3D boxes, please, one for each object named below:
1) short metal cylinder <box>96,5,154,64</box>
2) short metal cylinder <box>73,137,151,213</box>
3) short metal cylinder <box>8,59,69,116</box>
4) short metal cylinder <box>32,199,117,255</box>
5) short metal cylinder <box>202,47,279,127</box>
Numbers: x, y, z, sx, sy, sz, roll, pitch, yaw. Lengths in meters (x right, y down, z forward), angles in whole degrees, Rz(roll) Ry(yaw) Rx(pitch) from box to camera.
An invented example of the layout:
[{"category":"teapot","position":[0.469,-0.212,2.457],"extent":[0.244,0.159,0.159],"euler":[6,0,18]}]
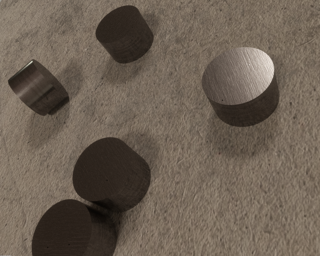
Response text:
[{"category":"short metal cylinder","position":[-0.058,-0.154,0.511],"extent":[0.080,0.050,0.080],"euler":[-13,56,20]},{"category":"short metal cylinder","position":[-0.059,0.058,0.382],"extent":[0.080,0.050,0.080],"euler":[-13,56,20]},{"category":"short metal cylinder","position":[-0.199,-0.066,0.511],"extent":[0.050,0.080,0.080],"euler":[-41,51,0]},{"category":"short metal cylinder","position":[-0.098,0.129,0.359],"extent":[0.080,0.050,0.080],"euler":[-13,56,20]},{"category":"short metal cylinder","position":[0.096,-0.048,0.366],"extent":[0.080,0.050,0.080],"euler":[-13,56,20]}]
